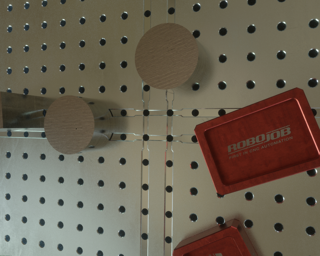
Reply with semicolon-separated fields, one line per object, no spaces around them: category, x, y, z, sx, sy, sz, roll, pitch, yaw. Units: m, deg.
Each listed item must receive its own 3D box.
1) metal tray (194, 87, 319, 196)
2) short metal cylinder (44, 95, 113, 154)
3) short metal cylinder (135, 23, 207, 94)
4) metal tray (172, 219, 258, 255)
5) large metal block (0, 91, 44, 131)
metal tray;0.117;0.018;0.368;0.130;0.030;0.090;-21;83;18
short metal cylinder;-0.114;-0.004;0.440;0.080;0.050;0.079;0;90;20
short metal cylinder;0.015;-0.086;0.394;0.080;0.050;0.079;0;90;20
metal tray;0.084;0.191;0.379;0.090;0.030;0.130;-30;81;17
large metal block;-0.236;-0.022;0.467;0.080;0.080;0.050;-5;89;20
